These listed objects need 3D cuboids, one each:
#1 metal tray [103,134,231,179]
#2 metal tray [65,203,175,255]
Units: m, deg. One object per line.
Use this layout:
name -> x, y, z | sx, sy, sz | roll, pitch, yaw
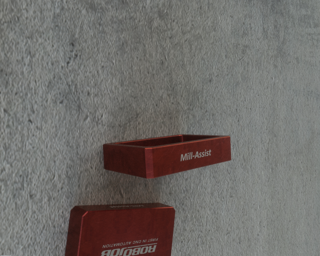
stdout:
metal tray -> 0.010, 0.029, 0.370 | 0.131, 0.090, 0.030 | -6, 94, -40
metal tray -> -0.043, 0.138, 0.365 | 0.131, 0.030, 0.090 | 10, 84, -40
